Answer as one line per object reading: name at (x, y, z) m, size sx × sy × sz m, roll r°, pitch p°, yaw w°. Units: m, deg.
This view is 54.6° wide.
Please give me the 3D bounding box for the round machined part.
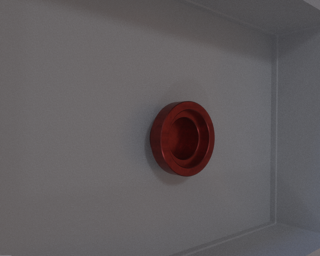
round machined part at (0.025, 0.014, 0.416) m, size 0.099 × 0.042 × 0.097 m, roll 0°, pitch 90°, yaw -40°
